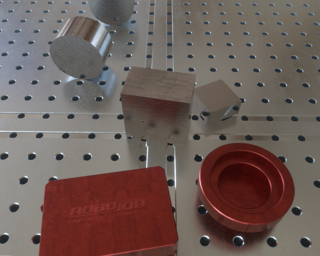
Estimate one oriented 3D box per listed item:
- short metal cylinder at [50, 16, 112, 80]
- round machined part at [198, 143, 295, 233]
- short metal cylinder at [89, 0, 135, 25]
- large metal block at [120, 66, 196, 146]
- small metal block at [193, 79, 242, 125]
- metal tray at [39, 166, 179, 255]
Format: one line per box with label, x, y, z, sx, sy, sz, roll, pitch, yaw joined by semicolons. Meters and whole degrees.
short metal cylinder;-0.119;-0.121;0.473;0.080;0.080;0.050;7;51;6
round machined part;0.091;0.067;0.340;0.099;0.042;0.098;0;50;0
short metal cylinder;-0.087;-0.239;0.572;0.080;0.080;0.050;1;50;1
large metal block;-0.001;-0.027;0.394;0.080;0.080;0.050;9;51;7
small metal block;0.078;-0.038;0.440;0.050;0.025;0.050;-21;53;-17
metal tray;-0.053;0.093;0.326;0.131;0.030;0.090;-7;50;-6
